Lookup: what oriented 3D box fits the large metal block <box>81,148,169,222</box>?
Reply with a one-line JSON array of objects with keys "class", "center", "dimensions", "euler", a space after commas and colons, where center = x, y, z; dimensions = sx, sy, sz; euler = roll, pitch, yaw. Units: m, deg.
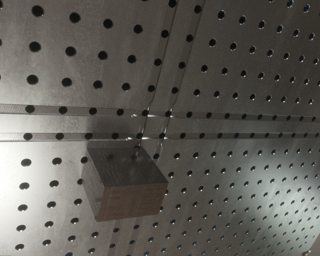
[{"class": "large metal block", "center": [-0.048, 0.067, 0.393], "dimensions": [0.081, 0.080, 0.050], "euler": [2, 118, -30]}]
